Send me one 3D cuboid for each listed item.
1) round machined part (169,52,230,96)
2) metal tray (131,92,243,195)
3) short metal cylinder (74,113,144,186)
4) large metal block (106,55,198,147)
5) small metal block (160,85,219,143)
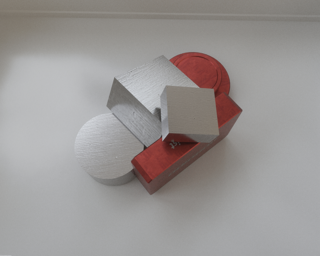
[{"bbox_3d":[0.047,-0.063,0.422,0.099,0.042,0.098,0,70,-1],"label":"round machined part"},{"bbox_3d":[0.030,0.021,0.365,0.131,0.090,0.030,-36,74,-13],"label":"metal tray"},{"bbox_3d":[-0.059,0.028,0.383,0.081,0.050,0.080,0,70,0],"label":"short metal cylinder"},{"bbox_3d":[-0.003,-0.031,0.368,0.080,0.050,0.081,45,51,14],"label":"large metal block"},{"bbox_3d":[0.029,-0.013,0.312,0.050,0.025,0.050,2,69,-14],"label":"small metal block"}]
